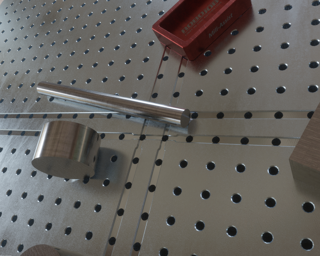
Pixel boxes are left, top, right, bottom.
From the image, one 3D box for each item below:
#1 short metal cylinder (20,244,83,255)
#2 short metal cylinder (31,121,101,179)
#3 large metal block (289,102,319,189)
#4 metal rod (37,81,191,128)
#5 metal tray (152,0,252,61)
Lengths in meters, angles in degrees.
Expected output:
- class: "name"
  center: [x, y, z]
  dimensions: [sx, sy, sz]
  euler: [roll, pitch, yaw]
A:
- class: "short metal cylinder"
  center: [-0.124, 0.177, 0.347]
  dimensions: [0.080, 0.050, 0.080]
  euler: [-13, 56, 20]
- class: "short metal cylinder"
  center: [-0.124, 0.032, 0.416]
  dimensions: [0.080, 0.080, 0.050]
  euler: [-8, 58, 23]
- class: "large metal block"
  center: [0.179, 0.021, 0.286]
  dimensions: [0.080, 0.050, 0.080]
  euler: [25, 75, 36]
- class: "metal rod"
  center: [-0.089, -0.042, 0.479]
  dimensions: [0.300, 0.025, 0.025]
  euler: [14, 69, 33]
- class: "metal tray"
  center: [0.063, -0.173, 0.477]
  dimensions: [0.130, 0.030, 0.090]
  euler: [-44, 51, -3]
